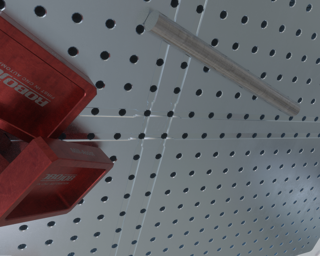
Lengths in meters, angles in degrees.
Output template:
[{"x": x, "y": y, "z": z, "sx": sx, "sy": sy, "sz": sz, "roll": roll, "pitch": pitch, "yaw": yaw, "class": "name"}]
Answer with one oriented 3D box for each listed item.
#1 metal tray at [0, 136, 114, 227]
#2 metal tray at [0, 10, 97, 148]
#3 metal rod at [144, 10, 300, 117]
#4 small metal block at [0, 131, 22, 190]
[{"x": -0.114, "y": 0.058, "z": 0.338, "sx": 0.090, "sy": 0.030, "sz": 0.130, "roll": -46, "pitch": 163, "yaw": 4, "class": "metal tray"}, {"x": -0.140, "y": -0.045, "z": 0.303, "sx": 0.090, "sy": 0.030, "sz": 0.130, "roll": -48, "pitch": 129, "yaw": 5, "class": "metal tray"}, {"x": 0.105, "y": -0.073, "z": 0.422, "sx": 0.302, "sy": 0.025, "sz": 0.025, "roll": 20, "pitch": 107, "yaw": -36, "class": "metal rod"}, {"x": -0.169, "y": 0.028, "z": 0.320, "sx": 0.025, "sy": 0.050, "sz": 0.050, "roll": -31, "pitch": 129, "yaw": -8, "class": "small metal block"}]
